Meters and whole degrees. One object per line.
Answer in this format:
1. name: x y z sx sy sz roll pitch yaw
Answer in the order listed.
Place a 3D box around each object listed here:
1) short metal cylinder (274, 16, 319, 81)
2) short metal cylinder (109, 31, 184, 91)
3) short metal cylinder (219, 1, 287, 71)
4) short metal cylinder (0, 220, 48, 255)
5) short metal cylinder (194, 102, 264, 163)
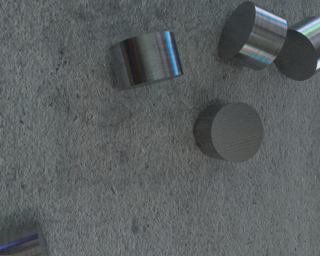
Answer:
1. short metal cylinder: 0.214 -0.117 0.458 0.050 0.080 0.080 -30 100 -17
2. short metal cylinder: -0.016 -0.079 0.374 0.081 0.080 0.050 -16 96 -19
3. short metal cylinder: 0.125 -0.125 0.426 0.050 0.080 0.080 15 85 -20
4. short metal cylinder: -0.146 0.144 0.326 0.050 0.080 0.080 -14 95 -19
5. short metal cylinder: 0.094 0.006 0.430 0.081 0.050 0.080 0 90 -20
